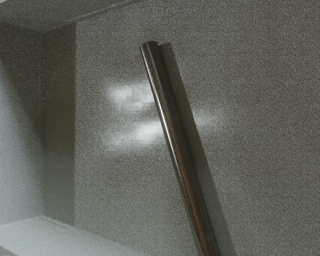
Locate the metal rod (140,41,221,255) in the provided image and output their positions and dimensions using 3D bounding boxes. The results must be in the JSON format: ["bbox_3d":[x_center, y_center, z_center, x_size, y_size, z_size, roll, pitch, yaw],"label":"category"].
[{"bbox_3d":[0.025,0.030,0.384,0.025,0.025,0.299,-25,74,37],"label":"metal rod"}]
